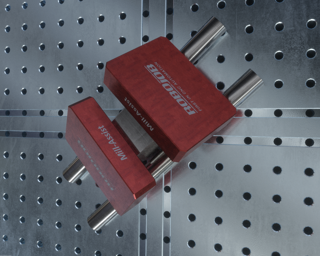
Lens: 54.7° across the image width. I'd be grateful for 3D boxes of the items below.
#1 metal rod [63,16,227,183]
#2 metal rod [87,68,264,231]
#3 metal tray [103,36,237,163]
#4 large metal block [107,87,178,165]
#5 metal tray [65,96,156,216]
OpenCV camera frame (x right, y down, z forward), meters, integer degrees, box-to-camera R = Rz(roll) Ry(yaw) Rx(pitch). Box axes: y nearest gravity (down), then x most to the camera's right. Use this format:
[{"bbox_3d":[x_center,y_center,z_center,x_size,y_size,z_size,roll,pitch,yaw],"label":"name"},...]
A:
[{"bbox_3d":[-0.030,-0.030,0.422,0.299,0.025,0.025,-44,77,14],"label":"metal rod"},{"bbox_3d":[0.011,0.037,0.408,0.299,0.025,0.025,-43,77,14],"label":"metal rod"},{"bbox_3d":[0.010,-0.037,0.350,0.091,0.030,0.130,-34,75,-29],"label":"metal tray"},{"bbox_3d":[-0.013,-0.002,0.386,0.080,0.080,0.050,-44,77,14],"label":"large metal block"},{"bbox_3d":[-0.066,0.037,0.377,0.130,0.030,0.090,52,149,12],"label":"metal tray"}]
